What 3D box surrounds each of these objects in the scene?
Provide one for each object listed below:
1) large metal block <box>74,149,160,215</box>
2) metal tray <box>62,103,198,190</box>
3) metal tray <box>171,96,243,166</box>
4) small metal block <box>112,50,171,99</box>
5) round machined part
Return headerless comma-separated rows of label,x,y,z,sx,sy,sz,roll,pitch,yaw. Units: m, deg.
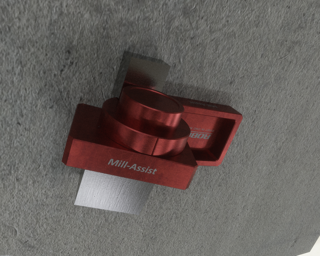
large metal block,-0.052,0.055,0.375,0.081,0.050,0.079,14,125,-15
metal tray,-0.032,0.018,0.339,0.131,0.090,0.030,14,113,-15
metal tray,0.045,0.007,0.436,0.131,0.030,0.089,6,115,-32
small metal block,-0.022,-0.058,0.362,0.050,0.025,0.050,7,115,-32
round machined part,-0.013,-0.013,0.333,0.099,0.098,0.042,6,115,-32
